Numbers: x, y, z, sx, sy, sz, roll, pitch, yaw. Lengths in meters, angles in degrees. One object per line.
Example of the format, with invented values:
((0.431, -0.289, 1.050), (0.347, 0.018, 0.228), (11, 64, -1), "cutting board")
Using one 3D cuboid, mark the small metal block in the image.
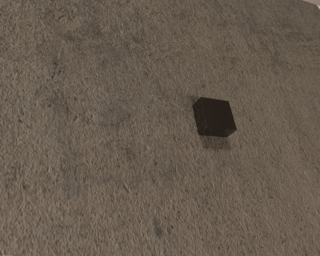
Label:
((0.080, -0.015, 0.459), (0.050, 0.025, 0.050), (5, 59, -26), "small metal block")
